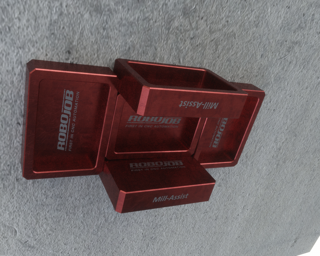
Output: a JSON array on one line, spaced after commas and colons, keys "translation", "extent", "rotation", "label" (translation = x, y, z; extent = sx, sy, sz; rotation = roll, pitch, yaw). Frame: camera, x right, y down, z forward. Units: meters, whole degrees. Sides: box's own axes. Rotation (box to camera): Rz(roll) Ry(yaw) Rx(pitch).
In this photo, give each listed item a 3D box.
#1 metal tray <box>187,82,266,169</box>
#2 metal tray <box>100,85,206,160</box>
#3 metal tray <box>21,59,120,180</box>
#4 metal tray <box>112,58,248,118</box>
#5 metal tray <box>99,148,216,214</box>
[{"translation": [0.091, -0.002, 0.456], "extent": [0.091, 0.030, 0.129], "rotation": [0, 118, -29], "label": "metal tray"}, {"translation": [-0.006, -0.007, 0.399], "extent": [0.131, 0.030, 0.089], "rotation": [1, 118, -29], "label": "metal tray"}, {"translation": [-0.102, -0.006, 0.346], "extent": [0.091, 0.030, 0.129], "rotation": [0, 118, -29], "label": "metal tray"}, {"translation": [0.021, -0.045, 0.352], "extent": [0.131, 0.090, 0.030], "rotation": [0, 119, -29], "label": "metal tray"}, {"translation": [-0.006, 0.061, 0.400], "extent": [0.131, 0.090, 0.030], "rotation": [0, 118, -29], "label": "metal tray"}]
